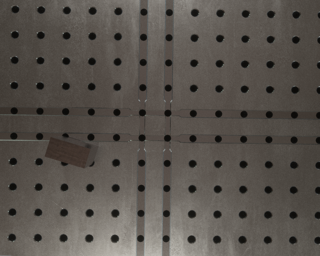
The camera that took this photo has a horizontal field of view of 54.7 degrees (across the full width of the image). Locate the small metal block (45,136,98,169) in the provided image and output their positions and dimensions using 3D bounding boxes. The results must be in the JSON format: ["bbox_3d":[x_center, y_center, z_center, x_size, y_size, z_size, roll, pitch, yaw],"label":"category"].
[{"bbox_3d":[-0.112,0.030,0.399,0.050,0.050,0.025,17,90,-1],"label":"small metal block"}]
